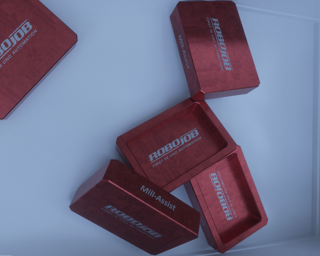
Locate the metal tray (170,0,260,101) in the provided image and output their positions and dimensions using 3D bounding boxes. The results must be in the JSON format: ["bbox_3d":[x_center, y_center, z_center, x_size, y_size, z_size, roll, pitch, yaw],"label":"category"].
[{"bbox_3d":[0.073,-0.107,0.419,0.091,0.030,0.129,-9,79,-20],"label":"metal tray"}]

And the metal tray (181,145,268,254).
[{"bbox_3d":[0.092,0.098,0.443,0.091,0.030,0.129,-25,99,-19],"label":"metal tray"}]

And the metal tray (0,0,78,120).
[{"bbox_3d":[-0.169,-0.084,0.345,0.090,0.030,0.130,42,77,-16],"label":"metal tray"}]

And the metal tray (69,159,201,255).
[{"bbox_3d":[-0.029,0.099,0.366,0.130,0.090,0.030,36,41,-17],"label":"metal tray"}]

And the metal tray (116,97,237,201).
[{"bbox_3d":[0.021,0.024,0.399,0.131,0.030,0.090,-30,77,-18],"label":"metal tray"}]
